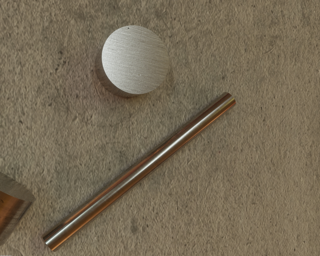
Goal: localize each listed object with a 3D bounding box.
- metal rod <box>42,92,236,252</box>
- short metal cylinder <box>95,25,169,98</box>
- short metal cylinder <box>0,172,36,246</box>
[{"bbox_3d":[-0.015,0.047,0.403,0.301,0.025,0.025,-38,102,-16],"label":"metal rod"},{"bbox_3d":[-0.036,-0.079,0.383,0.081,0.050,0.080,0,90,-20],"label":"short metal cylinder"},{"bbox_3d":[-0.178,0.075,0.315,0.080,0.080,0.050,36,79,-17],"label":"short metal cylinder"}]
